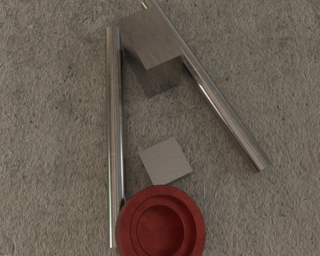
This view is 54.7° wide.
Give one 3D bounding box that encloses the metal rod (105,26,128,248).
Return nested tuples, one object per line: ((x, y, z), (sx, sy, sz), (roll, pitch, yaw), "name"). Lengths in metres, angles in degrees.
((-0.058, -0.003, 0.408), (0.025, 0.025, 0.299), (-4, 70, -2), "metal rod")

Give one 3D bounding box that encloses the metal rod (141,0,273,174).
((0.057, -0.071, 0.434), (0.025, 0.025, 0.299), (-28, 73, -10), "metal rod")

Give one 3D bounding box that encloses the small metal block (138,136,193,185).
((0.006, 0.046, 0.392), (0.050, 0.025, 0.050), (-24, 72, -9), "small metal block")

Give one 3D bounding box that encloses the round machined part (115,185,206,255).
((-0.002, 0.116, 0.346), (0.099, 0.042, 0.098), (9, 65, -20), "round machined part")

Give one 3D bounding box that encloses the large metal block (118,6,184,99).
((-0.012, -0.098, 0.415), (0.050, 0.080, 0.080), (-26, 72, -9), "large metal block")
